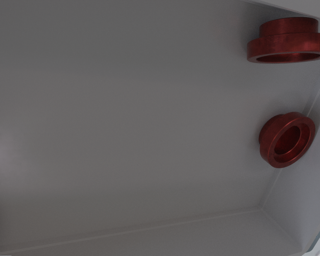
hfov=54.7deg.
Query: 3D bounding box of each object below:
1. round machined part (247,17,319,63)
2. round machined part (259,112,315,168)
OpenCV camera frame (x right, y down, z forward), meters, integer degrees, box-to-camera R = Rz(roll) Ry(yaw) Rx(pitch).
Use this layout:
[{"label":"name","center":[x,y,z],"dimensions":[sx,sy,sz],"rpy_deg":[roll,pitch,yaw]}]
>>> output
[{"label":"round machined part","center":[0.160,-0.109,0.388],"dimensions":[0.099,0.098,0.042],"rpy_deg":[-2,94,-28]},{"label":"round machined part","center":[0.207,0.016,0.520],"dimensions":[0.099,0.042,0.097],"rpy_deg":[-14,124,-21]}]
